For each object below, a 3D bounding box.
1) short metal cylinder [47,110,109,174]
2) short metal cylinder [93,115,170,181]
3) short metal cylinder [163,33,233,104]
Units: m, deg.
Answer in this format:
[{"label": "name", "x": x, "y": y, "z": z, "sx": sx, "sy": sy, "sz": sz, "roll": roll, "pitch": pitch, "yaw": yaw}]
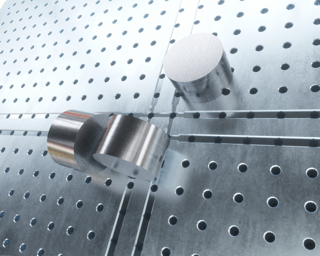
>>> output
[{"label": "short metal cylinder", "x": -0.101, "y": 0.017, "z": 0.416, "sx": 0.050, "sy": 0.080, "sz": 0.080, "roll": 10, "pitch": 67, "yaw": 32}, {"label": "short metal cylinder", "x": -0.034, "y": 0.025, "z": 0.375, "sx": 0.080, "sy": 0.080, "sz": 0.050, "roll": 7, "pitch": 66, "yaw": 31}, {"label": "short metal cylinder", "x": 0.051, "y": -0.080, "z": 0.414, "sx": 0.080, "sy": 0.050, "sz": 0.080, "roll": -13, "pitch": 56, "yaw": 21}]
